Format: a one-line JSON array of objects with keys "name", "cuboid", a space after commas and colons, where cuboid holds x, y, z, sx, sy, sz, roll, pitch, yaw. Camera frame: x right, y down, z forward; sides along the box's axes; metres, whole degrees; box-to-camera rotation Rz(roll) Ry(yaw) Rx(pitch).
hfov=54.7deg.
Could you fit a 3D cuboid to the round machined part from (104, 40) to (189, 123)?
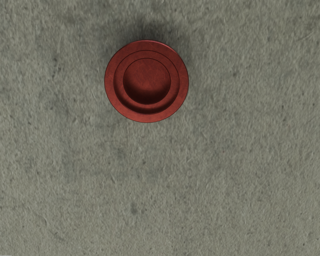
[{"name": "round machined part", "cuboid": [-0.015, -0.059, 0.379, 0.099, 0.042, 0.097, 0, 110, -1]}]
